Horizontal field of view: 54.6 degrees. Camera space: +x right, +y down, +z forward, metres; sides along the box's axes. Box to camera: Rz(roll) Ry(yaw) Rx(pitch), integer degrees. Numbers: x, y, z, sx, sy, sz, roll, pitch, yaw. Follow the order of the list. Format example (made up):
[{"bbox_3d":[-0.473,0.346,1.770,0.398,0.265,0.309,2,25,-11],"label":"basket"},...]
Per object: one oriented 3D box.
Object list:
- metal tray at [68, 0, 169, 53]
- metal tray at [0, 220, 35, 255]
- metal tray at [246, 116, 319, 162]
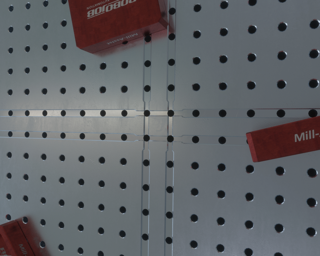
[{"bbox_3d":[-0.061,-0.167,0.432,0.130,0.030,0.090,-12,86,19],"label":"metal tray"},{"bbox_3d":[-0.242,0.228,0.496,0.090,0.030,0.130,-37,78,16],"label":"metal tray"},{"bbox_3d":[0.161,0.004,0.321,0.130,0.090,0.030,-15,85,19],"label":"metal tray"}]
